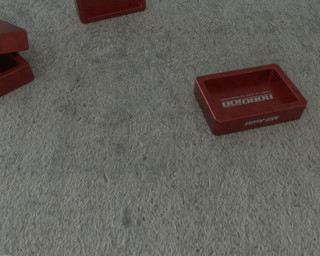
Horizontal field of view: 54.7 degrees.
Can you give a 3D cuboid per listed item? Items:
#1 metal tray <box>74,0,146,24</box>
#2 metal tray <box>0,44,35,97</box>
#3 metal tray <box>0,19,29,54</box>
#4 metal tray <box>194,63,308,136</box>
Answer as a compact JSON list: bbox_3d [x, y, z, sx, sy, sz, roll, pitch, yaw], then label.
[{"bbox_3d":[-0.093,-0.252,0.572,0.131,0.090,0.030,-19,53,-15],"label":"metal tray"},{"bbox_3d":[-0.270,-0.097,0.479,0.091,0.030,0.130,-37,59,-27],"label":"metal tray"},{"bbox_3d":[-0.280,-0.146,0.487,0.130,0.030,0.091,28,37,36],"label":"metal tray"},{"bbox_3d":[0.123,-0.043,0.436,0.131,0.030,0.090,-11,51,-9],"label":"metal tray"}]
